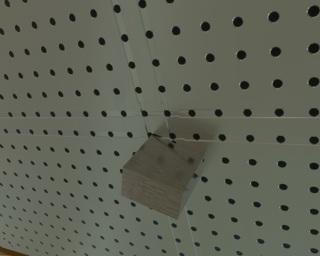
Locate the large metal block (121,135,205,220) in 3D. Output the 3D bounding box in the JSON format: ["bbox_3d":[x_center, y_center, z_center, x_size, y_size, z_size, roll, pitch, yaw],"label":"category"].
[{"bbox_3d":[0.005,0.062,0.412,0.080,0.080,0.050,20,126,17],"label":"large metal block"}]
